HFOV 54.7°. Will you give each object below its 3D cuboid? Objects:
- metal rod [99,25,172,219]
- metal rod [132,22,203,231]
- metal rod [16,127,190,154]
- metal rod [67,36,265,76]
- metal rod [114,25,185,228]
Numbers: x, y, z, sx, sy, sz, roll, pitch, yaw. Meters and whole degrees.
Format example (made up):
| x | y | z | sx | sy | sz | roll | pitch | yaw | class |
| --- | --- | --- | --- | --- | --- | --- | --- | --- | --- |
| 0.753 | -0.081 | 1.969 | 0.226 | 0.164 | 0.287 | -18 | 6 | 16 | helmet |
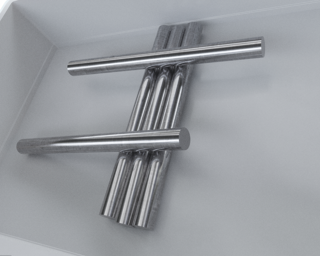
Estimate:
| x | y | z | sx | sy | sz | roll | pitch | yaw | class |
| --- | --- | --- | --- | --- | --- | --- | --- | --- | --- |
| -0.026 | -0.024 | 0.434 | 0.025 | 0.025 | 0.300 | 1 | 62 | 28 | metal rod |
| 0.017 | -0.020 | 0.407 | 0.025 | 0.025 | 0.300 | 1 | 62 | 29 | metal rod |
| -0.097 | 0.021 | 0.420 | 0.300 | 0.025 | 0.025 | -4 | 60 | 34 | metal rod |
| -0.010 | -0.097 | 0.437 | 0.300 | 0.025 | 0.025 | 0 | 62 | 28 | metal rod |
| -0.006 | -0.019 | 0.420 | 0.025 | 0.025 | 0.300 | 1 | 62 | 29 | metal rod |
